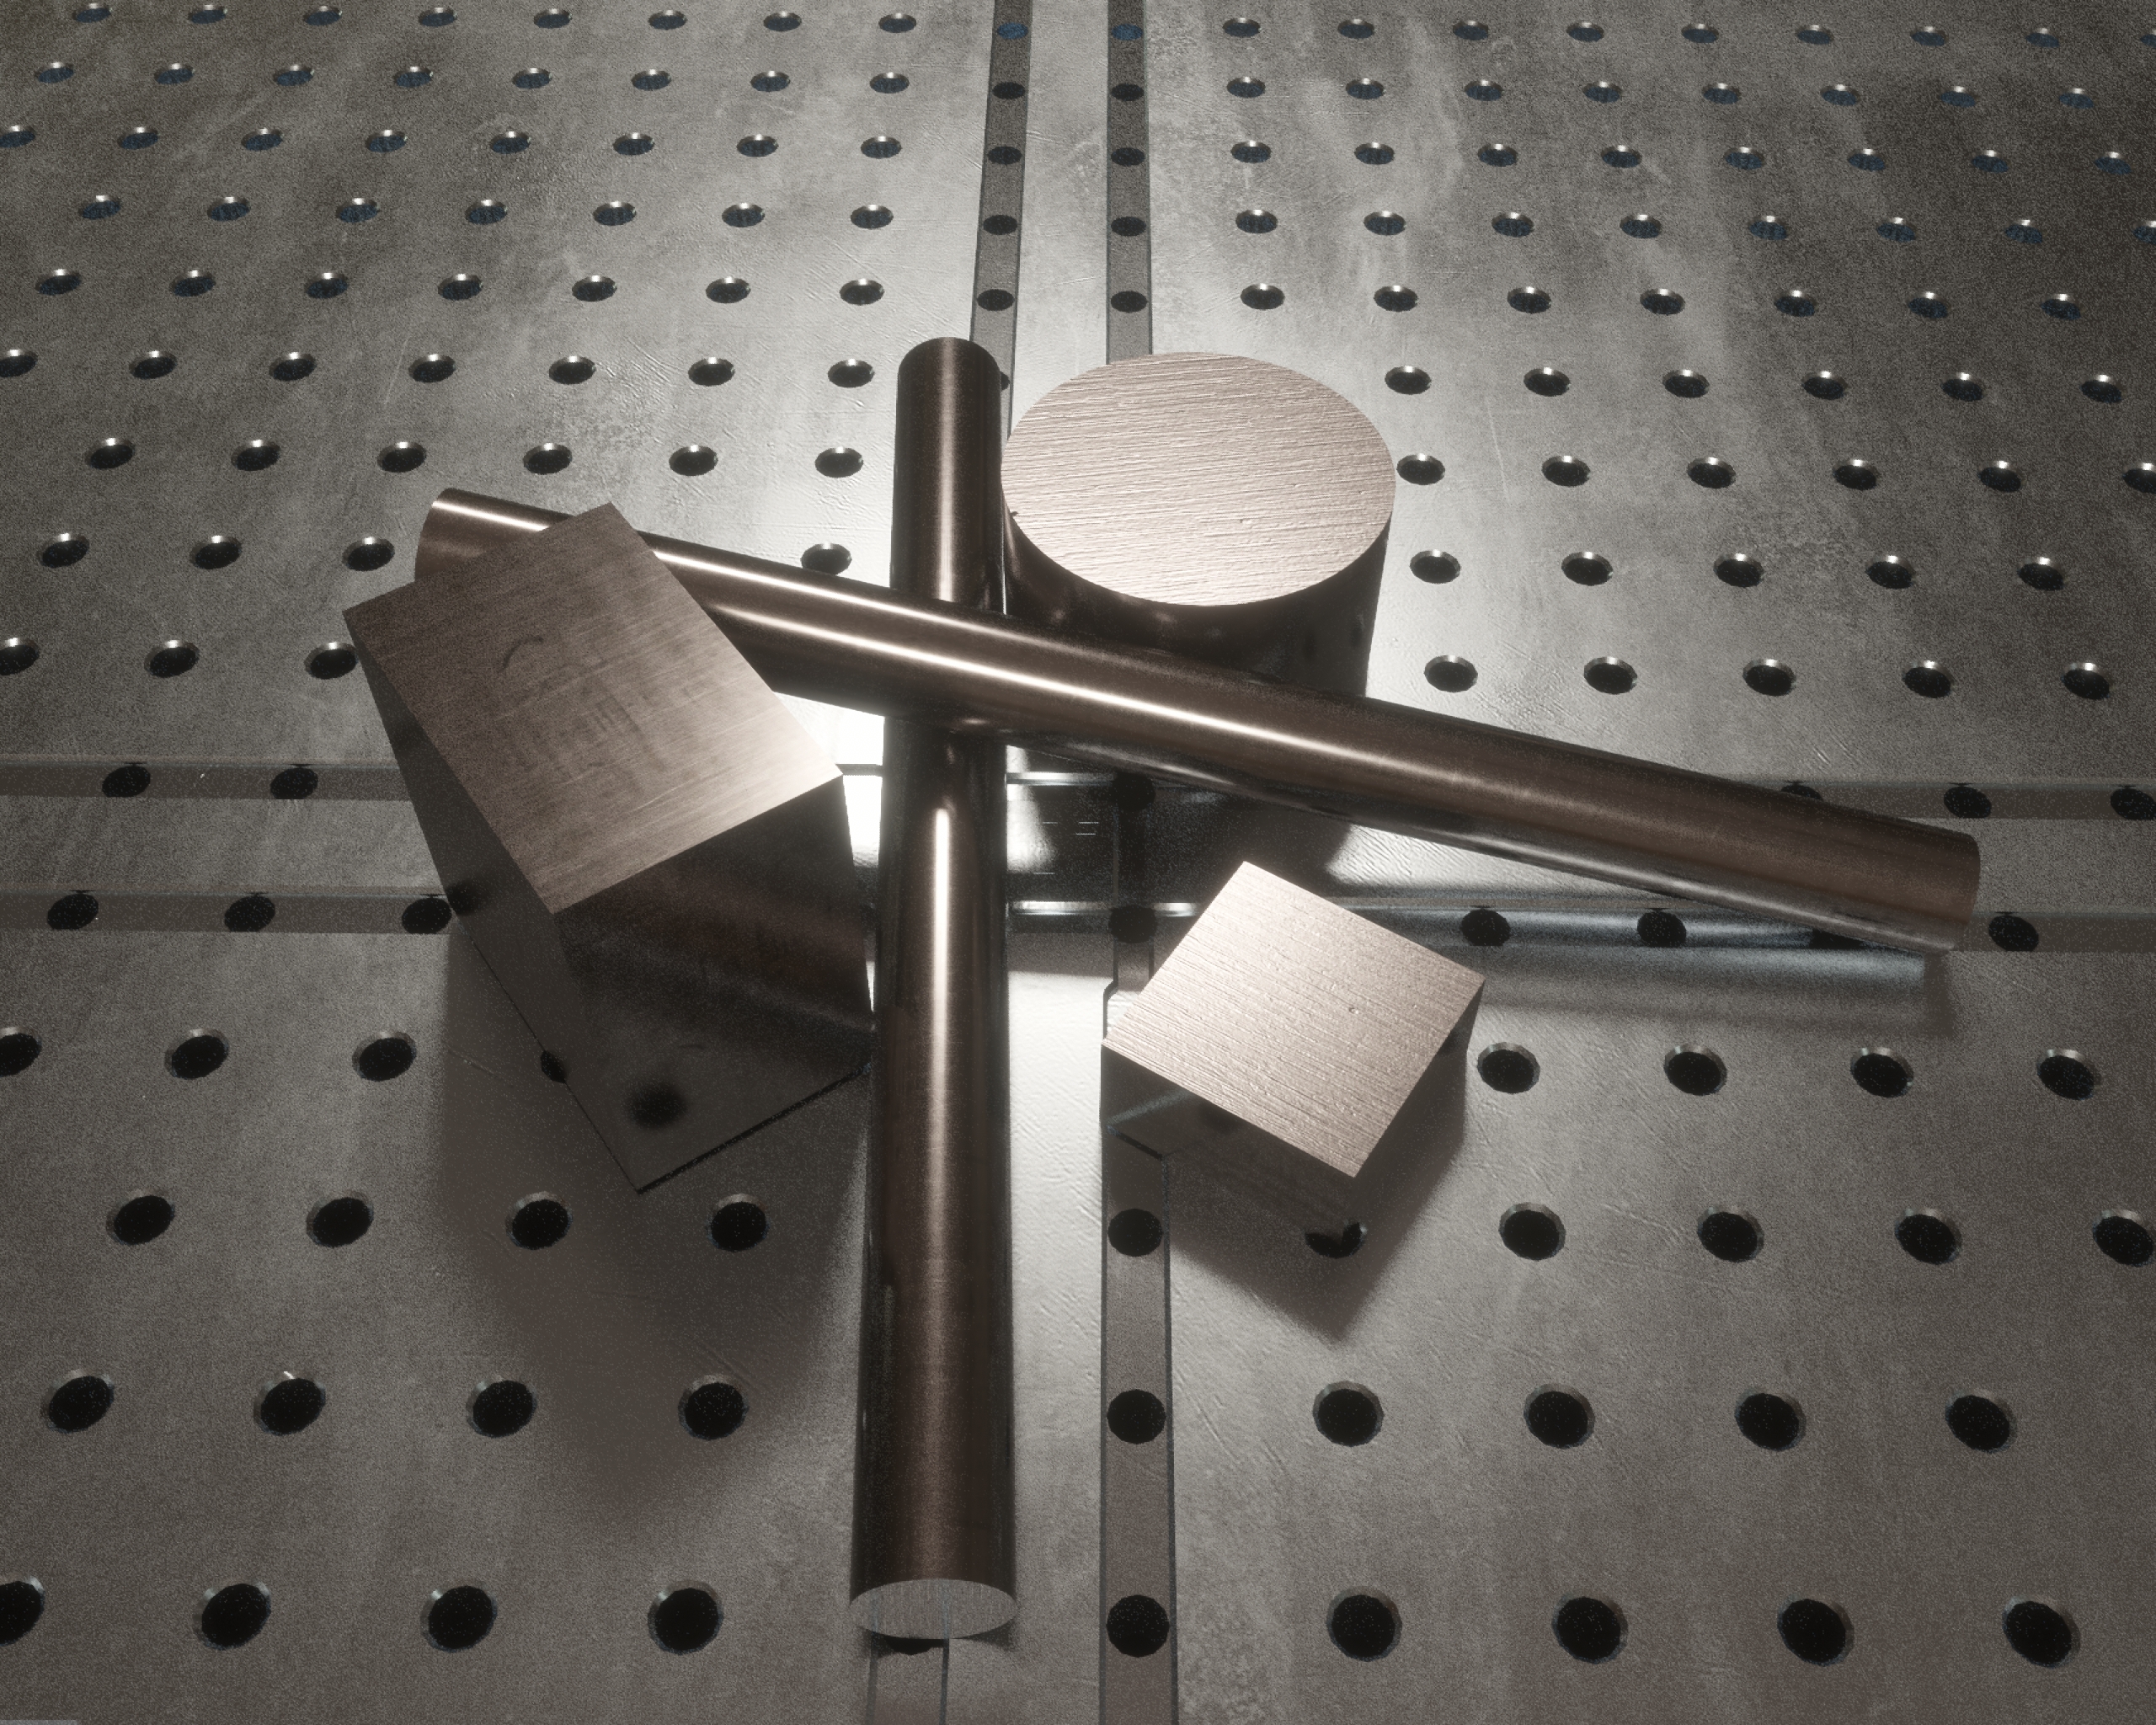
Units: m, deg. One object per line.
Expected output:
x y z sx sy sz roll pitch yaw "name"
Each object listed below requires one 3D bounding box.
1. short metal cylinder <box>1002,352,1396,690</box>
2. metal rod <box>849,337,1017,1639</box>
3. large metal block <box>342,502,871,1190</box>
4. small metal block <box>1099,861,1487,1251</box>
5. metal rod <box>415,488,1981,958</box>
0.025 -0.064 0.445 0.081 0.050 0.080 0 50 0 "short metal cylinder"
-0.026 -0.002 0.409 0.025 0.025 0.300 -1 50 -1 "metal rod"
-0.081 -0.003 0.372 0.050 0.080 0.080 -28 56 -22 "large metal block"
0.039 0.034 0.380 0.050 0.025 0.050 27 55 20 "small metal block"
0.023 -0.027 0.406 0.302 0.025 0.025 13 51 0 "metal rod"
